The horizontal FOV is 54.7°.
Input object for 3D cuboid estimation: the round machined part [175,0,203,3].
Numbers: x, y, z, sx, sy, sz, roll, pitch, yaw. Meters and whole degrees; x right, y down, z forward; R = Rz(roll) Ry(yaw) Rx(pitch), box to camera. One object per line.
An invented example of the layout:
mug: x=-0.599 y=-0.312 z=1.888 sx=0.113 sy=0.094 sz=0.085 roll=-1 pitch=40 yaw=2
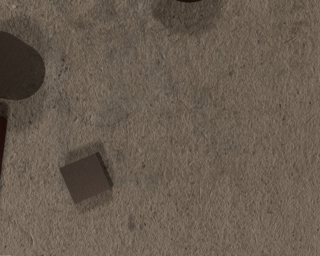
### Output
round machined part: x=0.037 y=-0.211 z=0.402 sx=0.099 sy=0.042 sz=0.097 roll=0 pitch=90 yaw=-1

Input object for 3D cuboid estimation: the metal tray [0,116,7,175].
metal tray: x=-0.259 y=0.044 z=0.404 sx=0.091 sy=0.030 sz=0.129 roll=7 pitch=90 yaw=-1

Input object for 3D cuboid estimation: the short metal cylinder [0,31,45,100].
short metal cylinder: x=-0.196 y=-0.077 z=0.395 sx=0.081 sy=0.050 sz=0.079 roll=0 pitch=90 yaw=-1

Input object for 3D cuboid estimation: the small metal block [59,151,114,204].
small metal block: x=-0.096 y=0.065 z=0.409 sx=0.050 sy=0.025 sz=0.050 roll=-23 pitch=90 yaw=-1
